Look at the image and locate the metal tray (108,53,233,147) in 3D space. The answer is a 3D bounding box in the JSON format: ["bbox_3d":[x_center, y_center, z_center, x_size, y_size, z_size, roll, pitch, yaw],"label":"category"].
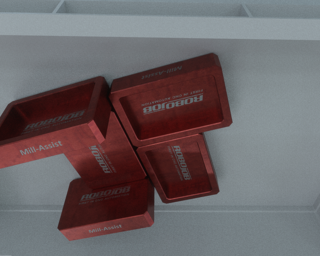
[{"bbox_3d":[0.015,-0.030,0.378,0.131,0.030,0.090,-13,129,10],"label":"metal tray"}]

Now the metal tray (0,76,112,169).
[{"bbox_3d":[-0.123,-0.008,0.353,0.130,0.090,0.030,-14,129,11],"label":"metal tray"}]

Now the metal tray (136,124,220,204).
[{"bbox_3d":[0.029,0.054,0.450,0.090,0.030,0.129,-14,129,11],"label":"metal tray"}]

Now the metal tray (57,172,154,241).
[{"bbox_3d":[-0.075,0.107,0.453,0.131,0.090,0.030,-13,129,10],"label":"metal tray"}]

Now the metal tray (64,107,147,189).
[{"bbox_3d":[-0.080,0.026,0.423,0.090,0.030,0.129,-14,129,11],"label":"metal tray"}]
